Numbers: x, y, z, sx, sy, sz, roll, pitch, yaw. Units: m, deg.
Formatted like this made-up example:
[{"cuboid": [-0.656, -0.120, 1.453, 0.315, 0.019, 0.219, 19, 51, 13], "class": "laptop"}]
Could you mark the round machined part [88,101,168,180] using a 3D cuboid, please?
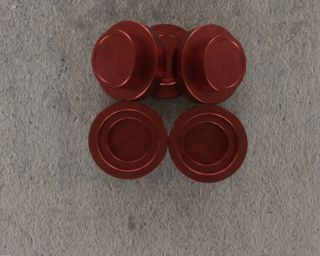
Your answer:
[{"cuboid": [-0.039, 0.015, 0.402, 0.099, 0.042, 0.097, 0, 90, -1], "class": "round machined part"}]

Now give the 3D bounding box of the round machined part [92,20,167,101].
[{"cuboid": [-0.044, -0.082, 0.378, 0.098, 0.042, 0.097, 2, 95, 33], "class": "round machined part"}]

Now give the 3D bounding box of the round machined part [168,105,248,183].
[{"cuboid": [0.059, 0.020, 0.403, 0.099, 0.042, 0.097, 0, 90, -1], "class": "round machined part"}]

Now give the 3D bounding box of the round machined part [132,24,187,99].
[{"cuboid": [0.007, -0.087, 0.402, 0.099, 0.042, 0.097, 0, 90, -1], "class": "round machined part"}]

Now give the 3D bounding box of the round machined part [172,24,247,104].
[{"cuboid": [0.067, -0.078, 0.382, 0.099, 0.042, 0.097, -4, 97, -31], "class": "round machined part"}]
